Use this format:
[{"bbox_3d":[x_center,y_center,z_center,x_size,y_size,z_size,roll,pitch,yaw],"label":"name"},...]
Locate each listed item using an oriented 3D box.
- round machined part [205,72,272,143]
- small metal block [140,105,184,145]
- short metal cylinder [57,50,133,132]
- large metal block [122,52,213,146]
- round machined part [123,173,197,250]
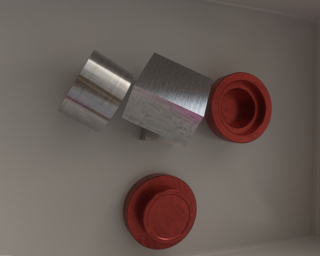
[{"bbox_3d":[0.106,-0.028,0.442,0.099,0.042,0.097,0,90,-21],"label":"round machined part"},{"bbox_3d":[0.004,-0.005,0.413,0.050,0.025,0.050,8,87,-20],"label":"small metal block"},{"bbox_3d":[-0.074,-0.042,0.355,0.050,0.080,0.080,31,80,-18],"label":"short metal cylinder"},{"bbox_3d":[0.011,-0.036,0.371,0.080,0.050,0.080,25,41,-2],"label":"large metal block"},{"bbox_3d":[0.004,0.110,0.404,0.099,0.042,0.097,0,90,-21],"label":"round machined part"}]
